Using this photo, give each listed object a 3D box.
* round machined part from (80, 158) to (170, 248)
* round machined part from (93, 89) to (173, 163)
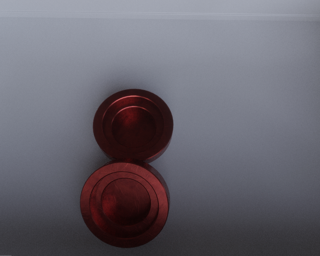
[{"bbox_3d":[-0.037,0.082,0.357,0.099,0.042,0.097,1,96,6],"label":"round machined part"},{"bbox_3d":[-0.033,0.002,0.398,0.099,0.042,0.098,1,68,-1],"label":"round machined part"}]
